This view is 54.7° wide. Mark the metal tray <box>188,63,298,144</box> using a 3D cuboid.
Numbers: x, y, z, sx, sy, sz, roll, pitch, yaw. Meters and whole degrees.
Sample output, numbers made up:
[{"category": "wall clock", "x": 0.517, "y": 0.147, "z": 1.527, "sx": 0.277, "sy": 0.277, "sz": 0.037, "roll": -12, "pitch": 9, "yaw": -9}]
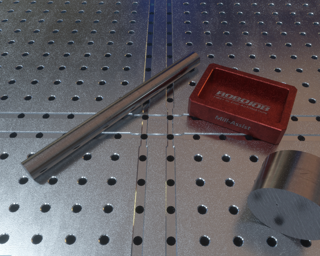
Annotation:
[{"category": "metal tray", "x": 0.116, "y": -0.038, "z": 0.436, "sx": 0.130, "sy": 0.030, "sz": 0.090, "roll": 20, "pitch": 53, "yaw": 16}]

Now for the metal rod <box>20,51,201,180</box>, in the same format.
[{"category": "metal rod", "x": -0.050, "y": -0.031, "z": 0.432, "sx": 0.025, "sy": 0.025, "sz": 0.302, "roll": 37, "pitch": 59, "yaw": 27}]

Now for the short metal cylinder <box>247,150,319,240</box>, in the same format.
[{"category": "short metal cylinder", "x": 0.137, "y": 0.068, "z": 0.315, "sx": 0.080, "sy": 0.080, "sz": 0.050, "roll": 24, "pitch": 54, "yaw": 19}]
